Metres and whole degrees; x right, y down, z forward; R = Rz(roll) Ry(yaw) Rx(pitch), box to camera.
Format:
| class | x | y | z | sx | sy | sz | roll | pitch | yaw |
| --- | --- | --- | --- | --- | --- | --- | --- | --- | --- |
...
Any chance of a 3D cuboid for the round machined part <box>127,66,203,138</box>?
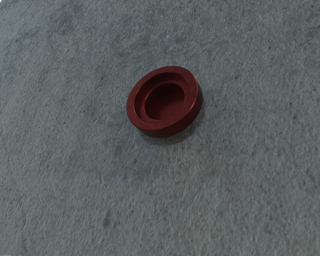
| class | x | y | z | sx | sy | sz | roll | pitch | yaw |
| --- | --- | --- | --- | --- | --- | --- | --- | --- | --- |
| round machined part | 0.009 | -0.030 | 0.405 | 0.098 | 0.042 | 0.098 | -13 | 56 | 20 |
